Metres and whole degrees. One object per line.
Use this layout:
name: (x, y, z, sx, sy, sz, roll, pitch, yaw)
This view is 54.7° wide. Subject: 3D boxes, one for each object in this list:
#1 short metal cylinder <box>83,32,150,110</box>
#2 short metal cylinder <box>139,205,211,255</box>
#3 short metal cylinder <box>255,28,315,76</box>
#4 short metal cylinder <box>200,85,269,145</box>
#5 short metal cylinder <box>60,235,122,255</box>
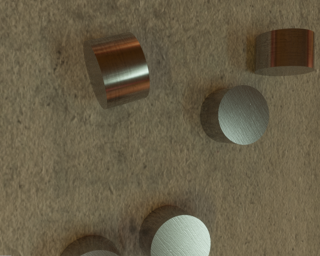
short metal cylinder: (-0.052, -0.067, 0.361, 0.050, 0.080, 0.080, -19, 97, -19)
short metal cylinder: (0.018, 0.147, 0.404, 0.081, 0.050, 0.079, 0, 90, -21)
short metal cylinder: (0.179, -0.107, 0.448, 0.081, 0.080, 0.050, 1, 90, -20)
short metal cylinder: (0.104, -0.018, 0.436, 0.081, 0.050, 0.079, 0, 90, -21)
short metal cylinder: (-0.080, 0.176, 0.367, 0.081, 0.050, 0.079, 0, 90, -21)
